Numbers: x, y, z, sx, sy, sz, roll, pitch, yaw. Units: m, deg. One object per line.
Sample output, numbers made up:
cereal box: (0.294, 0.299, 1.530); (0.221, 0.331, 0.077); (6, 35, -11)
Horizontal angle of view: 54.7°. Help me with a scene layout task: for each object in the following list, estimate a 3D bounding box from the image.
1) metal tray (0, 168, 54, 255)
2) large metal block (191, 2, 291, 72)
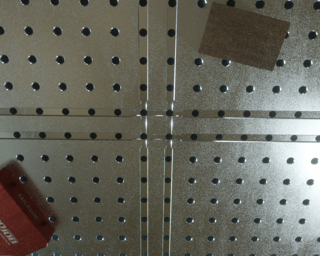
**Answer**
metal tray: (-0.232, 0.134, 0.458); (0.090, 0.030, 0.130); (-25, 108, 9)
large metal block: (0.084, -0.104, 0.346); (0.081, 0.080, 0.050); (13, 110, -5)
